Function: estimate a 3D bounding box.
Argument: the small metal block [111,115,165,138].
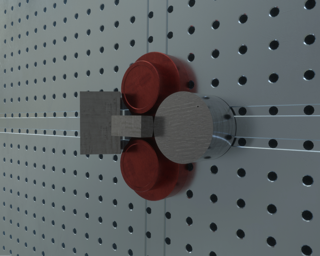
[{"bbox_3d":[-0.024,-0.002,0.385,0.050,0.050,0.025,2,92,40],"label":"small metal block"}]

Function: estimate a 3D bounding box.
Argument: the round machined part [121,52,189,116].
[{"bbox_3d":[-0.013,-0.052,0.410,0.098,0.042,0.097,0,90,40],"label":"round machined part"}]

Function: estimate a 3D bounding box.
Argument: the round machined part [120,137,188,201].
[{"bbox_3d":[-0.015,0.048,0.411,0.098,0.042,0.097,0,90,40],"label":"round machined part"}]

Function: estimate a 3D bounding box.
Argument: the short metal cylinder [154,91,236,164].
[{"bbox_3d":[0.039,-0.001,0.359,0.080,0.050,0.080,0,90,40],"label":"short metal cylinder"}]

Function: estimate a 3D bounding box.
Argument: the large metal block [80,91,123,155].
[{"bbox_3d":[-0.078,-0.007,0.431,0.050,0.080,0.080,0,90,-4],"label":"large metal block"}]
